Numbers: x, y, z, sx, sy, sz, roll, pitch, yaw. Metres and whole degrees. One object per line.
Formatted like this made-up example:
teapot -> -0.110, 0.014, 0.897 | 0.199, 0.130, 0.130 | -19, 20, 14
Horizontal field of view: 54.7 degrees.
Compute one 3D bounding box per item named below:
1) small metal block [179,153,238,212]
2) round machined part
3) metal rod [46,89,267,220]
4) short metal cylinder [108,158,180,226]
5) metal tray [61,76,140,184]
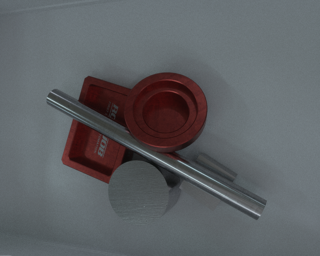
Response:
small metal block -> 0.060, 0.066, 0.387 | 0.050, 0.025, 0.050 | 33, 100, 16
round machined part -> 0.008, -0.016, 0.383 | 0.099, 0.042, 0.098 | -2, 68, 5
metal rod -> -0.016, 0.025, 0.383 | 0.301, 0.025, 0.025 | 27, 99, 15
short metal cylinder -> -0.019, 0.079, 0.401 | 0.080, 0.050, 0.079 | 0, 90, 19
metal tray -> -0.076, 0.002, 0.431 | 0.090, 0.030, 0.129 | 20, 96, 18
